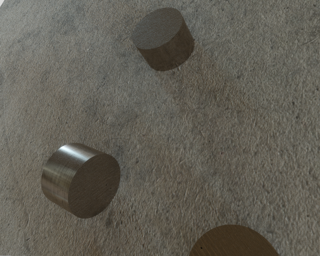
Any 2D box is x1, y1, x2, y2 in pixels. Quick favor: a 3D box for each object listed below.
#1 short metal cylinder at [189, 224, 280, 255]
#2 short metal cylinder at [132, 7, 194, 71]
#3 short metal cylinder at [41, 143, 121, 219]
[{"bbox_3d":[0.069,0.131,0.271,0.080,0.050,0.080,-13,56,21],"label":"short metal cylinder"},{"bbox_3d":[0.006,-0.133,0.467,0.080,0.050,0.080,-13,56,21],"label":"short metal cylinder"},{"bbox_3d":[-0.095,0.063,0.380,0.050,0.080,0.080,16,70,34],"label":"short metal cylinder"}]
